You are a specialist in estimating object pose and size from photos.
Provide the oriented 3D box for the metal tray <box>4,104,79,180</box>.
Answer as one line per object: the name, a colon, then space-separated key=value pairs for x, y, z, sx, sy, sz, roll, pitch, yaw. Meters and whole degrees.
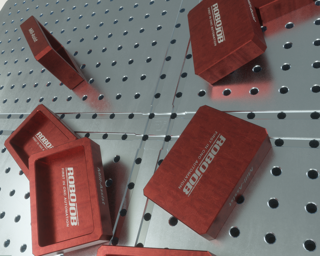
metal tray: x=-0.180 y=0.027 z=0.484 sx=0.130 sy=0.030 sz=0.090 roll=35 pitch=81 yaw=38

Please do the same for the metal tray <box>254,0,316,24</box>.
metal tray: x=0.167 y=-0.220 z=0.453 sx=0.090 sy=0.030 sz=0.130 roll=-21 pitch=54 yaw=16

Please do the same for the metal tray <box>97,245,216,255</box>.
metal tray: x=-0.008 y=0.168 z=0.306 sx=0.130 sy=0.030 sz=0.090 roll=-7 pitch=59 yaw=24

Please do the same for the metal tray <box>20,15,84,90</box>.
metal tray: x=-0.192 y=-0.134 z=0.551 sx=0.030 sy=0.090 sz=0.130 roll=-39 pitch=51 yaw=2

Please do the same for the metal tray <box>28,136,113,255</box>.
metal tray: x=-0.116 y=0.085 z=0.392 sx=0.090 sy=0.030 sz=0.130 roll=-18 pitch=65 yaw=9

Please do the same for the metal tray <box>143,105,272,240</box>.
metal tray: x=0.053 y=0.045 z=0.351 sx=0.090 sy=0.030 sz=0.130 roll=27 pitch=76 yaw=37

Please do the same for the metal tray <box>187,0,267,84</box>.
metal tray: x=0.086 y=-0.135 z=0.424 sx=0.090 sy=0.030 sz=0.130 roll=-30 pitch=48 yaw=36
